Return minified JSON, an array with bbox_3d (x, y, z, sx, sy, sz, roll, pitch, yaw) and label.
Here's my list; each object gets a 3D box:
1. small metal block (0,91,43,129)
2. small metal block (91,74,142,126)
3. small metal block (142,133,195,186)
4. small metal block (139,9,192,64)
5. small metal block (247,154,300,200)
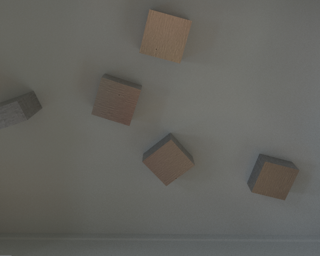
[{"bbox_3d":[-0.185,-0.021,0.388,0.050,0.050,0.025,-18,109,6],"label":"small metal block"},{"bbox_3d":[-0.055,-0.036,0.397,0.050,0.025,0.050,17,109,-7],"label":"small metal block"},{"bbox_3d":[0.012,0.043,0.427,0.050,0.025,0.050,-39,106,13],"label":"small metal block"},{"bbox_3d":[0.006,-0.110,0.371,0.050,0.025,0.050,14,110,-5],"label":"small metal block"},{"bbox_3d":[0.159,0.069,0.438,0.050,0.025,0.050,14,109,-6],"label":"small metal block"}]
